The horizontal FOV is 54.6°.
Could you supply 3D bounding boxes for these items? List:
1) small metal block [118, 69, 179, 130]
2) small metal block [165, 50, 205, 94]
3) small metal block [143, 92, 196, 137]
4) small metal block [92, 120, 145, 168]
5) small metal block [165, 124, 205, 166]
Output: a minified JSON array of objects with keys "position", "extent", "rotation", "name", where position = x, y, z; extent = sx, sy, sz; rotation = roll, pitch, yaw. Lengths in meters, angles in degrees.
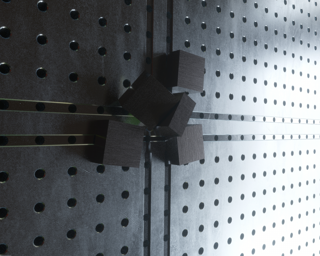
[{"position":[-0.014,-0.034,0.380],"extent":[0.050,0.025,0.050],"rotation":[39,98,-29],"name":"small metal block"},{"position":[0.036,-0.078,0.438],"extent":[0.050,0.025,0.050],"rotation":[7,86,-40],"name":"small metal block"},{"position":[0.012,-0.017,0.402],"extent":[0.025,0.050,0.050],"rotation":[39,66,-34],"name":"small metal block"},{"position":[-0.049,0.019,0.368],"extent":[0.050,0.025,0.050],"rotation":[12,82,-39],"name":"small metal block"},{"position":[0.035,0.022,0.437],"extent":[0.050,0.025,0.050],"rotation":[-9,96,-39],"name":"small metal block"}]
